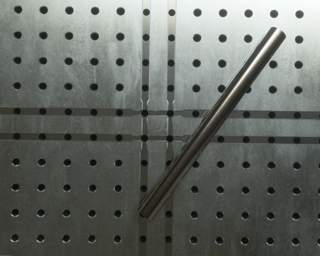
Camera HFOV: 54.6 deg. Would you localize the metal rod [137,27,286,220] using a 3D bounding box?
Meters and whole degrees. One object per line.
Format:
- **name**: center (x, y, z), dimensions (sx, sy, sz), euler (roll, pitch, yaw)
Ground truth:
- **metal rod**: center (0.069, -0.006, 0.413), dimensions (0.025, 0.025, 0.300), euler (36, 90, 0)
